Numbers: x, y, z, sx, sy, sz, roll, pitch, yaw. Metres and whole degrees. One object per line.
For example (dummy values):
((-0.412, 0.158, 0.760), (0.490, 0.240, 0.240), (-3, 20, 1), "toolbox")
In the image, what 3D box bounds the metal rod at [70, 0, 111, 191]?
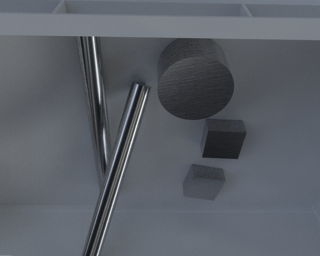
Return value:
((-0.079, -0.012, 0.397), (0.025, 0.025, 0.298), (1, 130, -1), "metal rod")

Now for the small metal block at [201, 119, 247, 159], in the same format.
((0.085, 0.015, 0.424), (0.050, 0.025, 0.050), (3, 130, -3), "small metal block")

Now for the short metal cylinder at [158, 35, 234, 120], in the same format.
((0.038, -0.055, 0.346), (0.081, 0.050, 0.079), (0, 130, 0), "short metal cylinder")

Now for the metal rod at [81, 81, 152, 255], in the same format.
((-0.066, 0.086, 0.403), (0.025, 0.025, 0.298), (15, 104, -13), "metal rod")

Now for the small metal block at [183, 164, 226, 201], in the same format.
((0.068, 0.085, 0.483), (0.050, 0.025, 0.050), (10, 129, -9), "small metal block")
